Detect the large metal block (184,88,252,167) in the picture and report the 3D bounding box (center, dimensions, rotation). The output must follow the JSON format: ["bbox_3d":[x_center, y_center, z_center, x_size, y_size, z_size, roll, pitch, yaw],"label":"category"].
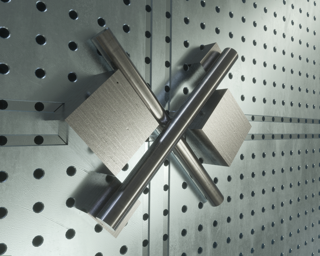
[{"bbox_3d":[0.083,-0.001,0.462,0.080,0.050,0.080,51,60,-28],"label":"large metal block"}]

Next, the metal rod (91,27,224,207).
[{"bbox_3d":[0.010,0.003,0.416,0.025,0.025,0.299,-50,120,-28],"label":"metal rod"}]

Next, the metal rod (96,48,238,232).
[{"bbox_3d":[0.024,-0.004,0.396,0.301,0.025,0.025,-52,121,-27],"label":"metal rod"}]

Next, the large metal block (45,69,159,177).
[{"bbox_3d":[-0.061,-0.006,0.342,0.080,0.050,0.080,-51,120,-28],"label":"large metal block"}]

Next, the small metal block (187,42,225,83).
[{"bbox_3d":[0.076,-0.093,0.473,0.050,0.025,0.050,-52,120,-27],"label":"small metal block"}]

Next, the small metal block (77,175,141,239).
[{"bbox_3d":[-0.058,0.090,0.361,0.050,0.025,0.050,52,60,-27],"label":"small metal block"}]
